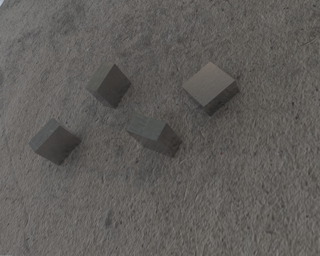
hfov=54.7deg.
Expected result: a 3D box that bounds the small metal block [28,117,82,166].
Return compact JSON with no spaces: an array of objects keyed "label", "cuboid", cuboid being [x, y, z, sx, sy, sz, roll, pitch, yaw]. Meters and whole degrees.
[{"label":"small metal block","cuboid":[-0.154,0.021,0.456,0.050,0.050,0.025,-49,51,-6]}]

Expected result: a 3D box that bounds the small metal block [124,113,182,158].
[{"label":"small metal block","cuboid":[-0.007,0.010,0.386,0.050,0.050,0.025,18,72,35]}]

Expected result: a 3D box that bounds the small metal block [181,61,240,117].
[{"label":"small metal block","cuboid":[0.065,-0.051,0.401,0.050,0.025,0.050,-41,51,0]}]

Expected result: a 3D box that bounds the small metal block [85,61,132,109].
[{"label":"small metal block","cuboid":[-0.077,-0.064,0.468,0.025,0.050,0.050,18,72,35]}]
